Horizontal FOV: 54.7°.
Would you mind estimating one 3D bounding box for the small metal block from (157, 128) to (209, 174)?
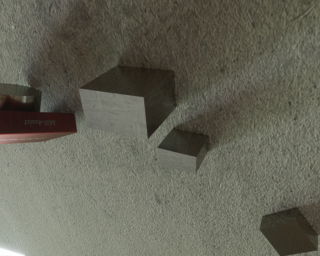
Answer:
[{"bbox_3d":[0.030,0.028,0.392,0.050,0.050,0.025,12,124,21],"label":"small metal block"}]

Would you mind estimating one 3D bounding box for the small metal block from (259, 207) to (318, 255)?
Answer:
[{"bbox_3d":[0.167,0.136,0.403,0.050,0.025,0.050,-31,101,38],"label":"small metal block"}]

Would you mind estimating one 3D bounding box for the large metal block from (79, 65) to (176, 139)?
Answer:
[{"bbox_3d":[-0.034,-0.035,0.368,0.080,0.080,0.050,10,123,23],"label":"large metal block"}]

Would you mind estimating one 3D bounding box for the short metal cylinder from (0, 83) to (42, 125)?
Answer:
[{"bbox_3d":[-0.220,-0.033,0.459,0.080,0.080,0.050,17,106,19],"label":"short metal cylinder"}]

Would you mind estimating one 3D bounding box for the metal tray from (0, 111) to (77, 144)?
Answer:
[{"bbox_3d":[-0.199,0.001,0.445,0.090,0.131,0.030,-13,84,34],"label":"metal tray"}]
